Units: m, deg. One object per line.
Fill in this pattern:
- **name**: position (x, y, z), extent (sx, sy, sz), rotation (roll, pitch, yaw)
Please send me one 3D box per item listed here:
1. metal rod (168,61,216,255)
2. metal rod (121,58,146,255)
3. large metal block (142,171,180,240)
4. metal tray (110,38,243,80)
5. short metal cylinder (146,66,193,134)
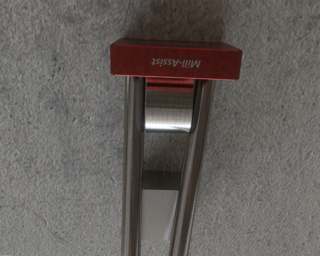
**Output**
- **metal rod**: position (0.038, 0.063, 0.385), extent (0.025, 0.025, 0.298), rotation (8, 95, -3)
- **metal rod**: position (-0.033, 0.060, 0.384), extent (0.025, 0.025, 0.298), rotation (2, 95, -1)
- **large metal block**: position (0.002, 0.108, 0.435), extent (0.081, 0.050, 0.079), rotation (2, 110, -1)
- **metal tray**: position (0.016, -0.079, 0.347), extent (0.131, 0.090, 0.030), rotation (2, 110, -1)
- **short metal cylinder**: position (0.009, -0.033, 0.370), extent (0.050, 0.080, 0.079), rotation (2, 110, -2)
